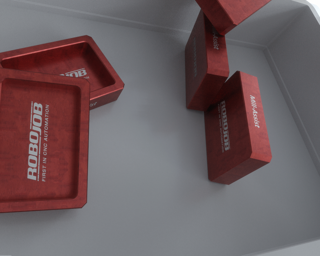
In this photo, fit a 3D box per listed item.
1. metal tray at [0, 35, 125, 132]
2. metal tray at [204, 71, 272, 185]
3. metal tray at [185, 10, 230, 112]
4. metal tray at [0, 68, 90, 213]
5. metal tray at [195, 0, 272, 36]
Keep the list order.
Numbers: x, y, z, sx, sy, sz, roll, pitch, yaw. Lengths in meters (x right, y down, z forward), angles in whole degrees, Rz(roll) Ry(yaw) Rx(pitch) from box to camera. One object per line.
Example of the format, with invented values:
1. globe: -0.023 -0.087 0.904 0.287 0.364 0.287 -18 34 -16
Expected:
1. metal tray: -0.120 -0.058 0.372 0.131 0.030 0.090 -27 76 -37
2. metal tray: 0.098 0.000 0.416 0.030 0.090 0.130 15 56 -20
3. metal tray: 0.065 -0.101 0.457 0.030 0.090 0.130 8 57 -10
4. metal tray: -0.118 0.013 0.301 0.091 0.030 0.129 4 81 -27
5. metal tray: 0.106 -0.198 0.437 0.131 0.030 0.090 -41 96 -31
